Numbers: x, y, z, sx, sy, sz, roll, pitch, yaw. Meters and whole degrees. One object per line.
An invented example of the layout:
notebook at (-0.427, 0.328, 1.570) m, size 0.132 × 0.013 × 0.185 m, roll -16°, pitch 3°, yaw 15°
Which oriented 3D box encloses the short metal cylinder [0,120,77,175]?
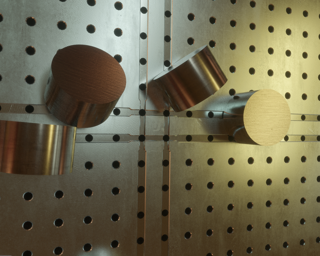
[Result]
short metal cylinder at (-0.134, 0.020, 0.334) m, size 0.081 × 0.080 × 0.050 m, roll 6°, pitch 88°, yaw -20°

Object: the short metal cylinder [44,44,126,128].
short metal cylinder at (-0.085, -0.047, 0.350) m, size 0.081 × 0.050 × 0.080 m, roll 15°, pitch 54°, yaw -21°

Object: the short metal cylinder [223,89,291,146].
short metal cylinder at (0.141, -0.015, 0.453) m, size 0.081 × 0.050 × 0.079 m, roll 0°, pitch 90°, yaw -20°

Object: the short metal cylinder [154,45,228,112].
short metal cylinder at (0.039, -0.063, 0.399) m, size 0.080 × 0.080 × 0.050 m, roll -38°, pitch 103°, yaw -16°
